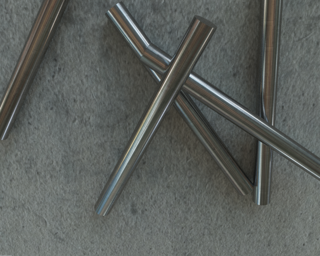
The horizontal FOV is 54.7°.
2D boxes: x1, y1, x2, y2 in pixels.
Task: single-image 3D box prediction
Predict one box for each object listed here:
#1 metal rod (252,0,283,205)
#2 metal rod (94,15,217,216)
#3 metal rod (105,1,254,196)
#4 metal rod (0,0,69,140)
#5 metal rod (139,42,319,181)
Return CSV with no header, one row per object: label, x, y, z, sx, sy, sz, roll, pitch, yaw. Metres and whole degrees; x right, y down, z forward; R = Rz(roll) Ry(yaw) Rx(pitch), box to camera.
metal rod,0.137,-0.034,0.399,0.025,0.025,0.298,-4,110,1
metal rod,-0.020,0.007,0.377,0.025,0.025,0.298,25,121,-9
metal rod,0.034,-0.026,0.400,0.025,0.025,0.300,-35,107,11
metal rod,-0.139,-0.113,0.366,0.025,0.025,0.298,29,107,-10
metal rod,0.108,-0.008,0.380,0.301,0.025,0.025,32,107,-12
